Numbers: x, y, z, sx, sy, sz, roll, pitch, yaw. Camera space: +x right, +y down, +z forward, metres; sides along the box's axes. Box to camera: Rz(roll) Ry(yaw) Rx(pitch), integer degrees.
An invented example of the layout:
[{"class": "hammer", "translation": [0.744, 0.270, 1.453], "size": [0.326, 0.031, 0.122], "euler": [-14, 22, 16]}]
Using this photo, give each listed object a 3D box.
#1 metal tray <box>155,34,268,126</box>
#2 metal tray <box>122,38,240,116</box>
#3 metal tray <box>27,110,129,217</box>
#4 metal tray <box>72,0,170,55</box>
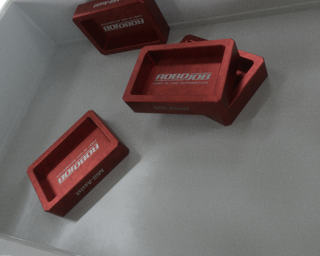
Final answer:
[{"class": "metal tray", "translation": [0.061, -0.068, 0.412], "size": [0.130, 0.030, 0.090], "euler": [32, 79, 38]}, {"class": "metal tray", "translation": [0.026, -0.063, 0.388], "size": [0.130, 0.030, 0.090], "euler": [4, 63, 30]}, {"class": "metal tray", "translation": [-0.117, 0.047, 0.435], "size": [0.130, 0.030, 0.090], "euler": [-44, 51, -3]}, {"class": "metal tray", "translation": [-0.061, -0.166, 0.498], "size": [0.130, 0.090, 0.030], "euler": [-3, 61, 26]}]
